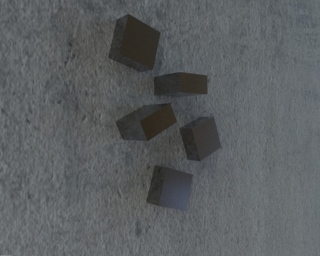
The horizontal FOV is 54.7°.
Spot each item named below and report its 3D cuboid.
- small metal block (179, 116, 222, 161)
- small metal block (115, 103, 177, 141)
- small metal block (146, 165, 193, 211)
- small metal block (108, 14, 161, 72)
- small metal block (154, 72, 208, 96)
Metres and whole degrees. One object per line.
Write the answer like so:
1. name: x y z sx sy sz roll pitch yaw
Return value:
1. small metal block: 0.061 0.015 0.458 0.050 0.025 0.050 -27 107 -37
2. small metal block: -0.017 -0.008 0.376 0.050 0.050 0.025 -33 111 -35
3. small metal block: 0.014 0.081 0.419 0.050 0.025 0.050 22 76 -38
4. small metal block: -0.031 -0.103 0.381 0.050 0.025 0.050 18 79 -39
5. small metal block: 0.027 -0.057 0.414 0.050 0.050 0.025 -2 92 -40
